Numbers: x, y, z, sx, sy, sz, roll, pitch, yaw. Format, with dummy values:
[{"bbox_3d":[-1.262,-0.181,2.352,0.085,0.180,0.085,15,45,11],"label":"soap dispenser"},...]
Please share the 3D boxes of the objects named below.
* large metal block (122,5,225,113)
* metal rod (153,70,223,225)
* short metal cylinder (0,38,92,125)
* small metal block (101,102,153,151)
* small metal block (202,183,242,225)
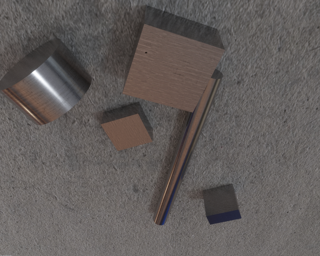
[{"bbox_3d":[0.011,-0.072,0.330,0.081,0.050,0.079,14,129,-12],"label":"large metal block"},{"bbox_3d":[0.030,0.048,0.448,0.025,0.025,0.298,9,130,-8],"label":"metal rod"},{"bbox_3d":[-0.120,-0.049,0.327,0.080,0.080,0.050,-24,126,18],"label":"short metal cylinder"},{"bbox_3d":[-0.042,-0.001,0.406,0.050,0.025,0.050,-16,129,12],"label":"small metal block"},{"bbox_3d":[0.098,0.122,0.496,0.050,0.050,0.025,-16,129,12],"label":"small metal block"}]
